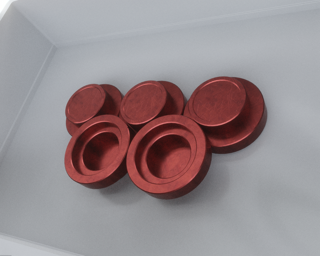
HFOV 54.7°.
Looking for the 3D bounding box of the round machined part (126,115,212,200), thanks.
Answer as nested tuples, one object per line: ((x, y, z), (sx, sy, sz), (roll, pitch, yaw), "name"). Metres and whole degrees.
((0.013, 0.036, 0.363), (0.098, 0.042, 0.098), (-13, 56, 21), "round machined part")

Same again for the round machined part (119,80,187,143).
((-0.014, -0.024, 0.414), (0.098, 0.042, 0.098), (-14, 55, 21), "round machined part")

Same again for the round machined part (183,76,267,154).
((0.072, -0.022, 0.367), (0.098, 0.042, 0.098), (-14, 55, 21), "round machined part")

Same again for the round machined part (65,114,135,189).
((-0.073, 0.034, 0.410), (0.098, 0.042, 0.098), (-13, 56, 21), "round machined part")

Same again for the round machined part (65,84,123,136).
((-0.100, -0.027, 0.460), (0.098, 0.042, 0.098), (-13, 56, 20), "round machined part")
